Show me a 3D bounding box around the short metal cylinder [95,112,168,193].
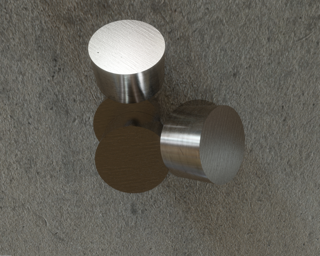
[{"bbox_3d":[-0.029,0.027,0.353,0.081,0.050,0.079,0,110,-1],"label":"short metal cylinder"}]

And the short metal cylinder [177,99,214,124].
[{"bbox_3d":[0.051,0.008,0.401,0.081,0.050,0.079,0,110,-1],"label":"short metal cylinder"}]

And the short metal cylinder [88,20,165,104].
[{"bbox_3d":[-0.035,-0.074,0.347,0.081,0.080,0.050,0,149,-1],"label":"short metal cylinder"}]

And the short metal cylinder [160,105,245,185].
[{"bbox_3d":[0.047,0.016,0.327,0.050,0.081,0.080,3,118,45],"label":"short metal cylinder"}]

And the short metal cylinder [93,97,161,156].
[{"bbox_3d":[-0.039,-0.011,0.393,0.081,0.050,0.079,0,110,-1],"label":"short metal cylinder"}]
